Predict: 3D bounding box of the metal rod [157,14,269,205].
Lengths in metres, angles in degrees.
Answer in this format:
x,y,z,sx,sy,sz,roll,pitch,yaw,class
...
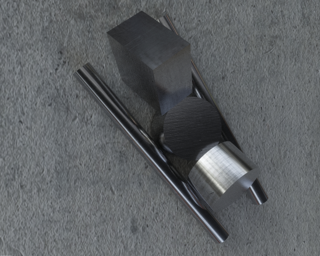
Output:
x,y,z,sx,sy,sz,roll,pitch,yaw,class
0.076,-0.018,0.438,0.025,0.025,0.299,-34,101,-17,metal rod

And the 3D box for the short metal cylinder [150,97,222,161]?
x,y,z,sx,sy,sz,roll,pitch,yaw,class
0.033,0.001,0.409,0.081,0.050,0.080,0,90,-20,short metal cylinder

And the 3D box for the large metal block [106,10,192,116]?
x,y,z,sx,sy,sz,roll,pitch,yaw,class
-0.009,-0.074,0.361,0.050,0.080,0.080,-38,61,-16,large metal block

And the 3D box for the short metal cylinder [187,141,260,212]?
x,y,z,sx,sy,sz,roll,pitch,yaw,class
0.083,0.064,0.405,0.080,0.080,0.050,-33,59,-17,short metal cylinder

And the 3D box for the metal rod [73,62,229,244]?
x,y,z,sx,sy,sz,roll,pitch,yaw,class
-0.004,0.042,0.408,0.025,0.025,0.300,-43,104,-15,metal rod
